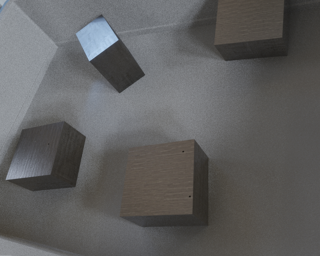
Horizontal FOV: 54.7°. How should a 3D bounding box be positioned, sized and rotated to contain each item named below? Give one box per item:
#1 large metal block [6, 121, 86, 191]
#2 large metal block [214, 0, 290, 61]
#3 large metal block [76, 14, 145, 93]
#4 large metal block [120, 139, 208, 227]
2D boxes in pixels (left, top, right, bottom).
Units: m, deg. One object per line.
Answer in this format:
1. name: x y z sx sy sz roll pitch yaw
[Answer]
1. large metal block: -0.163 0.043 0.449 0.080 0.050 0.080 -10 58 23
2. large metal block: 0.120 -0.137 0.398 0.080 0.050 0.080 1 78 29
3. large metal block: -0.076 -0.114 0.481 0.050 0.080 0.080 -35 51 5
4. large metal block: 0.008 0.064 0.346 0.080 0.050 0.080 -9 58 23
